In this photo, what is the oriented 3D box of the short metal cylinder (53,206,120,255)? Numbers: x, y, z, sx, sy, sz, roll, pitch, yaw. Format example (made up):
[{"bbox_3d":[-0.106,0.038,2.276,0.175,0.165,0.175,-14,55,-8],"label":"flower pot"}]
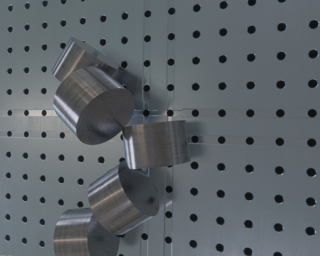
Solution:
[{"bbox_3d":[-0.096,0.147,0.417,0.050,0.080,0.080,-10,87,20],"label":"short metal cylinder"}]

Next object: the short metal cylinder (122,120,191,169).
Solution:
[{"bbox_3d":[-0.004,0.020,0.385,0.080,0.080,0.050,-7,88,20],"label":"short metal cylinder"}]

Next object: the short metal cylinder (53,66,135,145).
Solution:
[{"bbox_3d":[-0.078,-0.026,0.371,0.050,0.080,0.080,42,103,29],"label":"short metal cylinder"}]

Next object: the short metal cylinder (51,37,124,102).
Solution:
[{"bbox_3d":[-0.096,-0.078,0.417,0.080,0.080,0.050,38,102,16],"label":"short metal cylinder"}]

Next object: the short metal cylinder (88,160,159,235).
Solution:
[{"bbox_3d":[-0.045,0.089,0.399,0.050,0.080,0.080,-35,79,17],"label":"short metal cylinder"}]
